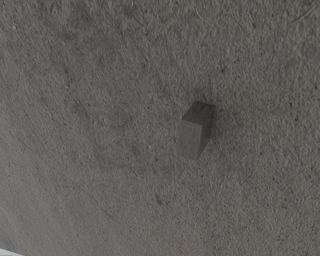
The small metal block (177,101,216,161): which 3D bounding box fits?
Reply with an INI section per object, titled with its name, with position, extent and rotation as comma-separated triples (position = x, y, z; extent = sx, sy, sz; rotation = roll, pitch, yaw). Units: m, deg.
[small metal block]
position = 0.044, 0.003, 0.370
extent = 0.025, 0.050, 0.050
rotation = 16, 125, 19
